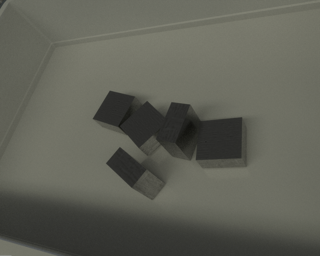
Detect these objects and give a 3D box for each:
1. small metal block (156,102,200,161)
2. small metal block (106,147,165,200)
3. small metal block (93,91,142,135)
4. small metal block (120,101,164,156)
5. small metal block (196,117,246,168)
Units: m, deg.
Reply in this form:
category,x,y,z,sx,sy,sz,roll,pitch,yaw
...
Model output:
category,x,y,z,sx,sy,sz,roll,pitch,yaw
small metal block,0.025,0.005,0.370,0.025,0.050,0.050,10,67,31
small metal block,-0.028,0.054,0.367,0.050,0.050,0.025,35,82,37
small metal block,-0.060,-0.022,0.446,0.050,0.025,0.050,16,70,34
small metal block,-0.017,0.000,0.410,0.050,0.025,0.050,-43,51,-2
small metal block,0.071,0.018,0.354,0.050,0.025,0.050,-5,59,25
